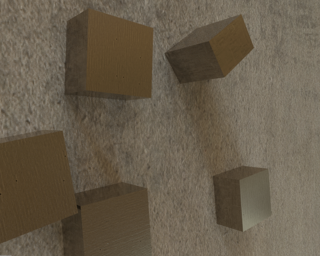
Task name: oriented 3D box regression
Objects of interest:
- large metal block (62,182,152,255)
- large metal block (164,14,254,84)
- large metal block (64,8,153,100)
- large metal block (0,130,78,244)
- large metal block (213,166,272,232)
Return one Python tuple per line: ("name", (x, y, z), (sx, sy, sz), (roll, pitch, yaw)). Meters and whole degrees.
("large metal block", (-0.058, 0.110, 0.341), (0.081, 0.050, 0.079), (-7, 94, -40))
("large metal block", (0.068, -0.107, 0.428), (0.080, 0.080, 0.050), (-44, 117, -31))
("large metal block", (-0.056, -0.075, 0.343), (0.081, 0.050, 0.079), (2, 89, -40))
("large metal block", (-0.130, 0.049, 0.281), (0.081, 0.050, 0.079), (-14, 99, -39))
("large metal block", (0.135, 0.111, 0.505), (0.081, 0.050, 0.079), (-9, 96, -40))
